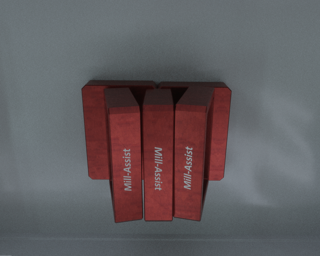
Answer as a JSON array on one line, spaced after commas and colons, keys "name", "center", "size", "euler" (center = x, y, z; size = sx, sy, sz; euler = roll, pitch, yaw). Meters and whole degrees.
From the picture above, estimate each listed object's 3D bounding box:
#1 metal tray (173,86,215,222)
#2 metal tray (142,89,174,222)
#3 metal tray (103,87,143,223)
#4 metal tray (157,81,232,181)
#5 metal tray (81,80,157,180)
[{"name": "metal tray", "center": [0.039, 0.025, 0.350], "size": [0.030, 0.090, 0.129], "euler": [5, 111, 13]}, {"name": "metal tray", "center": [-0.002, 0.027, 0.351], "size": [0.030, 0.090, 0.129], "euler": [0, 108, 0]}, {"name": "metal tray", "center": [-0.042, 0.027, 0.349], "size": [0.030, 0.090, 0.129], "euler": [-4, 111, -12]}, {"name": "metal tray", "center": [0.041, 0.006, 0.409], "size": [0.091, 0.030, 0.129], "euler": [0, 110, -1]}, {"name": "metal tray", "center": [-0.050, 0.004, 0.407], "size": [0.091, 0.030, 0.129], "euler": [0, 110, -1]}]
